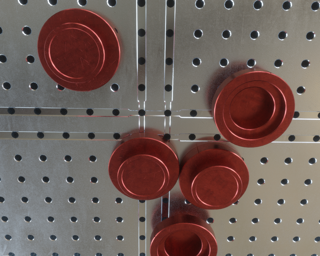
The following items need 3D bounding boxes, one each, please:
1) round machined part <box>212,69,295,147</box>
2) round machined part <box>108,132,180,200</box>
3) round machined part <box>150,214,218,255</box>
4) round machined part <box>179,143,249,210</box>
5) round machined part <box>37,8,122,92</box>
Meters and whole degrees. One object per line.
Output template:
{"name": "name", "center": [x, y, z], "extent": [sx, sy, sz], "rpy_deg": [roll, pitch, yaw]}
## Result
{"name": "round machined part", "center": [0.115, -0.028, 0.396], "extent": [0.099, 0.042, 0.097], "rpy_deg": [0, 110, -1]}
{"name": "round machined part", "center": [-0.022, 0.059, 0.426], "extent": [0.099, 0.042, 0.097], "rpy_deg": [0, 110, -1]}
{"name": "round machined part", "center": [0.034, 0.171, 0.468], "extent": [0.099, 0.042, 0.097], "rpy_deg": [0, 110, -1]}
{"name": "round machined part", "center": [0.076, 0.074, 0.433], "extent": [0.099, 0.042, 0.097], "rpy_deg": [0, 110, -1]}
{"name": "round machined part", "center": [-0.097, -0.091, 0.370], "extent": [0.099, 0.042, 0.097], "rpy_deg": [0, 110, -1]}
